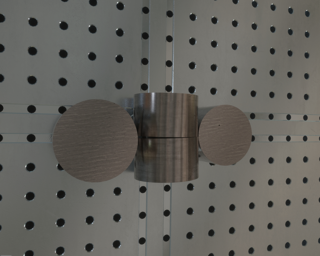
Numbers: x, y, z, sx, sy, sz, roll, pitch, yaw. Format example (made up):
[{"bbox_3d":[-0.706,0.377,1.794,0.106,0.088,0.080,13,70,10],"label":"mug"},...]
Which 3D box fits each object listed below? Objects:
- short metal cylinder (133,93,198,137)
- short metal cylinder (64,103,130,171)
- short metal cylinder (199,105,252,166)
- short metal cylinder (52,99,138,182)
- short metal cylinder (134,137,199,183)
[{"bbox_3d":[0.007,-0.015,0.386,0.081,0.080,0.050,1,91,-20],"label":"short metal cylinder"},{"bbox_3d":[-0.074,0.008,0.372,0.081,0.050,0.079,0,90,-20],"label":"short metal cylinder"},{"bbox_3d":[0.078,0.009,0.427,0.081,0.050,0.079,0,90,-20],"label":"short metal cylinder"},{"bbox_3d":[-0.068,0.012,0.319,0.081,0.050,0.079,0,90,-20],"label":"short metal cylinder"},{"bbox_3d":[0.008,0.036,0.386,0.081,0.080,0.050,-1,91,-20],"label":"short metal cylinder"}]
